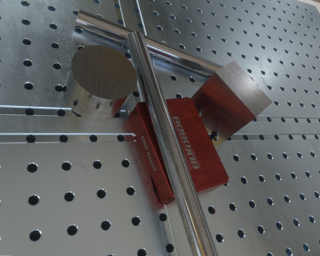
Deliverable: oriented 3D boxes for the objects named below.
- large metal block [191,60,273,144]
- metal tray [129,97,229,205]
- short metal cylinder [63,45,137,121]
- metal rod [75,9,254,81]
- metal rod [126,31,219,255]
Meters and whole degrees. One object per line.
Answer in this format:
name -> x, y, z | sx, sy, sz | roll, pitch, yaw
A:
large metal block -> 0.098, -0.036, 0.450 | 0.050, 0.080, 0.080 | -35, 82, -39
metal tray -> 0.024, 0.025, 0.404 | 0.091, 0.030, 0.130 | -9, 67, -33
short metal cylinder -> -0.075, -0.056, 0.387 | 0.081, 0.050, 0.080 | 14, 56, -21
metal rod -> 0.019, -0.117, 0.491 | 0.302, 0.025, 0.025 | 17, 55, -19
metal rod -> 0.007, 0.007, 0.369 | 0.025, 0.025, 0.299 | -4, 64, -30
